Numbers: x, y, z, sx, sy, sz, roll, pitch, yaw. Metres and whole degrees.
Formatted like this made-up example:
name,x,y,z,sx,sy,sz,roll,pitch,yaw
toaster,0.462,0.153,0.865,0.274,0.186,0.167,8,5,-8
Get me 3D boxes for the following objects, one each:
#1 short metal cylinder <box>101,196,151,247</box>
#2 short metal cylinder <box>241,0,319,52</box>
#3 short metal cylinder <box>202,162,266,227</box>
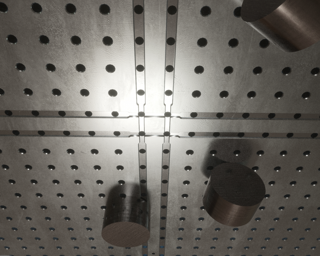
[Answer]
name,x,y,z,sx,sy,sz,roll,pitch,yaw
short metal cylinder,-0.057,0.162,0.532,0.081,0.050,0.079,0,130,0
short metal cylinder,0.120,-0.116,0.278,0.050,0.080,0.080,29,124,-22
short metal cylinder,0.108,0.098,0.461,0.081,0.080,0.050,6,130,-6
